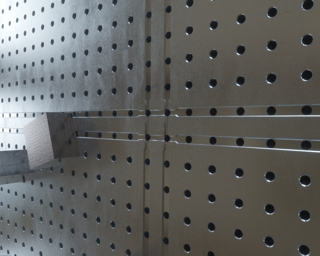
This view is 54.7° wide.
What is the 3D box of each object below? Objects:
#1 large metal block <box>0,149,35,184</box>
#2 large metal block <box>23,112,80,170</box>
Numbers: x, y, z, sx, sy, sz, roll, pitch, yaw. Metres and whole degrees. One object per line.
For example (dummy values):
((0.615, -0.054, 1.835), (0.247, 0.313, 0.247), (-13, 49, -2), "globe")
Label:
((-0.316, 0.082, 0.630), (0.080, 0.081, 0.050), (-27, 73, 36), "large metal block")
((-0.193, 0.024, 0.549), (0.080, 0.050, 0.080), (-23, 76, 37), "large metal block")
